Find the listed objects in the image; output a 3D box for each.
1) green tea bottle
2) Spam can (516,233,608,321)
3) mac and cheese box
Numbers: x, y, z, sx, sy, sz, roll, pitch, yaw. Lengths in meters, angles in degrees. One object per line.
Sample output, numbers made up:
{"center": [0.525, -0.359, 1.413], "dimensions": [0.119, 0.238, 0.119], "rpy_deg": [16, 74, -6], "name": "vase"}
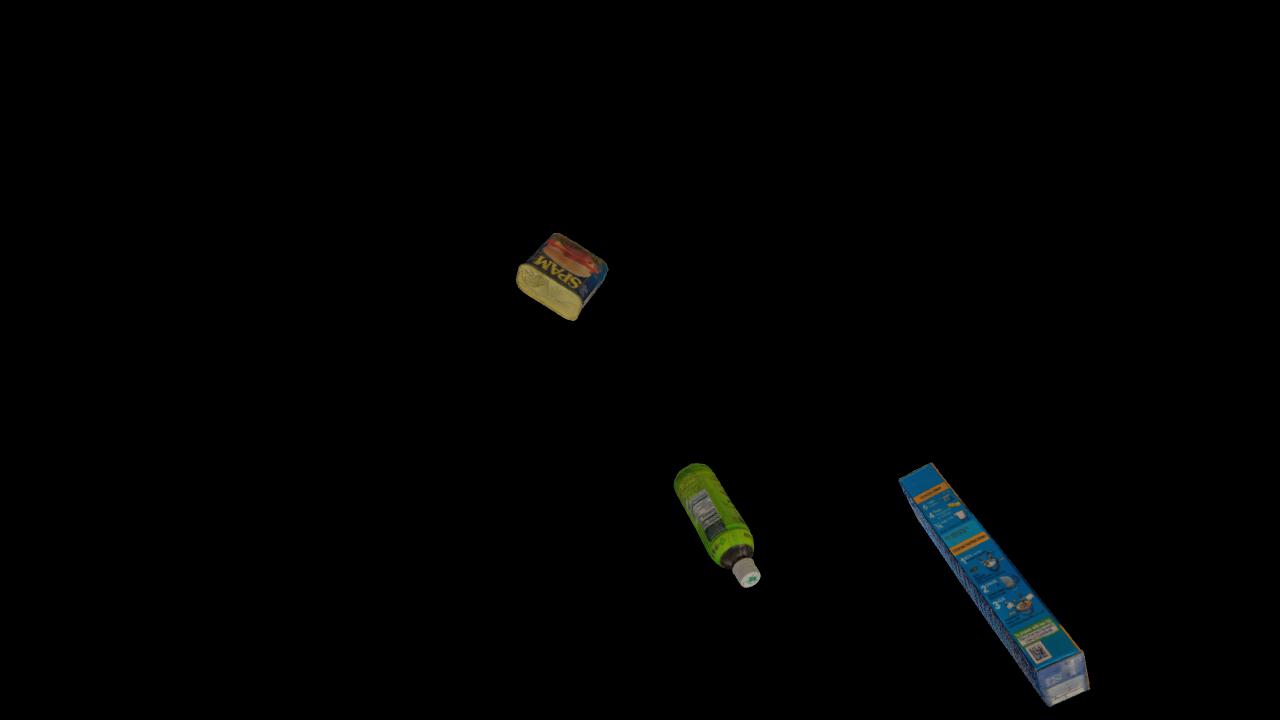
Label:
{"center": [0.115, 0.242, 0.904], "dimensions": [0.073, 0.073, 0.212], "rpy_deg": [0, 30, -18], "name": "green tea bottle"}
{"center": [-0.106, -0.118, 0.856], "dimensions": [0.101, 0.085, 0.058], "rpy_deg": [33, -38, 0], "name": "Spam can"}
{"center": [0.295, 0.183, 0.524], "dimensions": [0.041, 0.093, 0.184], "rpy_deg": [-32, 38, 11], "name": "mac and cheese box"}
